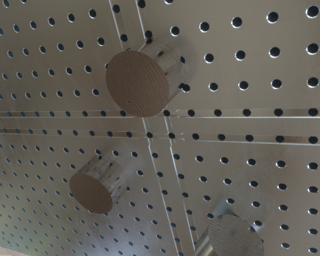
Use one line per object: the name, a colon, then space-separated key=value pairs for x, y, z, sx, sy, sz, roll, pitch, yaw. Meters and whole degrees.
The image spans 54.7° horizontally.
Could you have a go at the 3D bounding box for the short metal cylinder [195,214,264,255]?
short metal cylinder: x=0.095 y=0.169 z=0.430 sx=0.080 sy=0.080 sz=0.050 roll=29 pitch=128 yaw=10

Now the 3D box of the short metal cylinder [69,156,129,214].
short metal cylinder: x=-0.098 y=0.092 z=0.504 sx=0.080 sy=0.050 sz=0.079 roll=13 pitch=124 yaw=21

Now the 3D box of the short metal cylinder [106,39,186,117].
short metal cylinder: x=-0.016 y=-0.059 z=0.367 sx=0.080 sy=0.050 sz=0.079 roll=13 pitch=124 yaw=21
